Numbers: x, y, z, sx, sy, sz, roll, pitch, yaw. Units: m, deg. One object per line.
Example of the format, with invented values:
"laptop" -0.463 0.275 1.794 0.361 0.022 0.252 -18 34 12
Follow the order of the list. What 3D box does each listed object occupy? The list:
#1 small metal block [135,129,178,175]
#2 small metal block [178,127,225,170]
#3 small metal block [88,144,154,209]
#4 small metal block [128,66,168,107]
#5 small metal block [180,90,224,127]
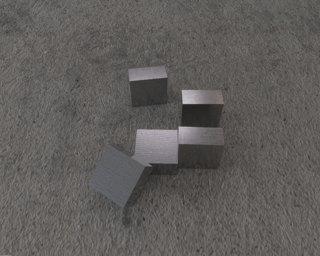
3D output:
"small metal block" -0.004 0.029 0.378 0.050 0.025 0.050 1 50 1
"small metal block" 0.046 0.025 0.366 0.050 0.050 0.025 2 50 1
"small metal block" -0.043 0.053 0.342 0.050 0.025 0.050 28 92 21
"small metal block" -0.017 -0.058 0.435 0.050 0.050 0.025 -7 51 -6
"small metal block" 0.053 -0.023 0.407 0.050 0.050 0.025 0 50 0
